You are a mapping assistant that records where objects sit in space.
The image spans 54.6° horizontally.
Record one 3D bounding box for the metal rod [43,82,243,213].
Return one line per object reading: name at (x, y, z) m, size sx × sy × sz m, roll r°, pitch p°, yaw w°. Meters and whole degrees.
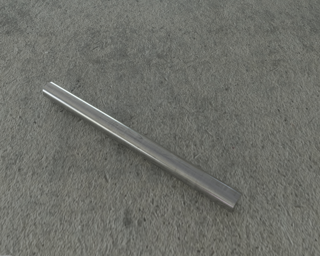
metal rod at (-0.038, 0.013, 0.392) m, size 0.300 × 0.025 × 0.025 m, roll 29°, pitch 56°, yaw 22°
